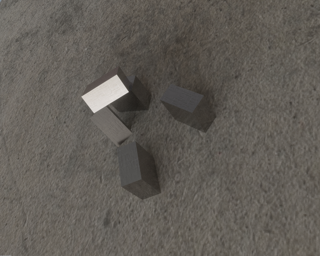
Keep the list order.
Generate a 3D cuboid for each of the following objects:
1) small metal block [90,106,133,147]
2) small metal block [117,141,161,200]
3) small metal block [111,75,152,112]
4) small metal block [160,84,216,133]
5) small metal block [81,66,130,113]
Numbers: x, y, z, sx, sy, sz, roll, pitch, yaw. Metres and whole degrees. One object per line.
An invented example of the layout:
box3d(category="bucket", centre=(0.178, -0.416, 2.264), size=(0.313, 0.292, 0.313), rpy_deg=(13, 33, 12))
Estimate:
box3d(category="small metal block", centre=(-0.064, -0.005, 0.410), size=(0.025, 0.050, 0.050), rpy_deg=(-43, 10, -2))
box3d(category="small metal block", centre=(-0.025, 0.051, 0.368), size=(0.025, 0.050, 0.050), rpy_deg=(-23, 54, 14))
box3d(category="small metal block", centre=(-0.047, -0.047, 0.440), size=(0.050, 0.050, 0.025), rpy_deg=(-2, 61, 27))
box3d(category="small metal block", centre=(0.035, -0.024, 0.383), size=(0.050, 0.050, 0.025), rpy_deg=(26, 76, 36))
box3d(category="small metal block", centre=(-0.067, -0.050, 0.390), size=(0.050, 0.025, 0.050), rpy_deg=(-30, 22, 8))
